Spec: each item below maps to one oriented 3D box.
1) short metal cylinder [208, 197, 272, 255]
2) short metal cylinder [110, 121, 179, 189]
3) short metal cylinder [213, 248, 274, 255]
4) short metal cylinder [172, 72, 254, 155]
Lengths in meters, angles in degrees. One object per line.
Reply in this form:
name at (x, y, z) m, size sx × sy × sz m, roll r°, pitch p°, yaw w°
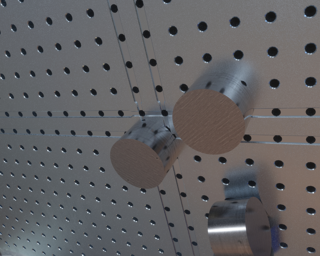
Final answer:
short metal cylinder at (0.105, 0.133, 0.402) m, size 0.050 × 0.080 × 0.080 m, roll -18°, pitch 109°, yaw 35°
short metal cylinder at (-0.021, 0.036, 0.427) m, size 0.080 × 0.050 × 0.079 m, roll 13°, pitch 124°, yaw 20°
short metal cylinder at (0.119, 0.194, 0.432) m, size 0.080 × 0.080 × 0.050 m, roll -2°, pitch 117°, yaw 29°
short metal cylinder at (0.061, -0.017, 0.352) m, size 0.080 × 0.050 × 0.079 m, roll 13°, pitch 124°, yaw 20°
